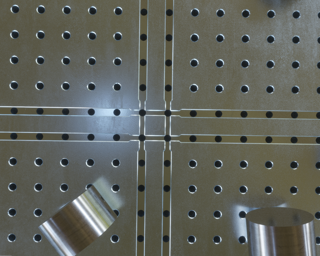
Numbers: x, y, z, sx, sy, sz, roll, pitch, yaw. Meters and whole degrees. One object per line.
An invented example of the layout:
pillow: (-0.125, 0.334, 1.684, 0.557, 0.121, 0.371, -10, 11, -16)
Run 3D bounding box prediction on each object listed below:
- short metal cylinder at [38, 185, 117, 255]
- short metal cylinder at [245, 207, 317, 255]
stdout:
short metal cylinder: (-0.101, 0.115, 0.385, 0.080, 0.080, 0.050, -37, 90, 0)
short metal cylinder: (0.151, 0.135, 0.388, 0.081, 0.080, 0.050, -5, 90, -1)
